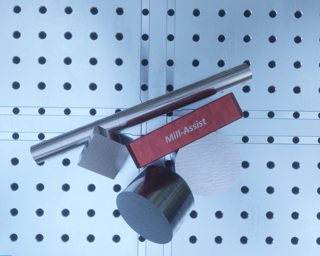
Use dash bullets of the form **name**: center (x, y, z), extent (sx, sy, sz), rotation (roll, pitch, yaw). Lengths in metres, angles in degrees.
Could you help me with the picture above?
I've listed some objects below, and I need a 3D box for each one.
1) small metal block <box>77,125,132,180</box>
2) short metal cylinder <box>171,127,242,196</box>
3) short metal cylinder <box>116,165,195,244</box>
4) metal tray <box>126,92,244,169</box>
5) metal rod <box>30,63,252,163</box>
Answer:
- **small metal block**: center (-0.070, 0.032, 0.396), extent (0.050, 0.025, 0.050), rotation (26, 106, -19)
- **short metal cylinder**: center (0.056, 0.040, 0.393), extent (0.081, 0.050, 0.079), rotation (-1, 99, -4)
- **short metal cylinder**: center (-0.006, 0.092, 0.375), extent (0.080, 0.080, 0.050), rotation (47, 49, 0)
- **metal tray**: center (0.027, 0.002, 0.377), extent (0.131, 0.090, 0.030), rotation (-26, 90, 0)
- **metal rod**: center (-0.024, -0.020, 0.409), extent (0.301, 0.025, 0.025), rotation (-21, 90, 0)
